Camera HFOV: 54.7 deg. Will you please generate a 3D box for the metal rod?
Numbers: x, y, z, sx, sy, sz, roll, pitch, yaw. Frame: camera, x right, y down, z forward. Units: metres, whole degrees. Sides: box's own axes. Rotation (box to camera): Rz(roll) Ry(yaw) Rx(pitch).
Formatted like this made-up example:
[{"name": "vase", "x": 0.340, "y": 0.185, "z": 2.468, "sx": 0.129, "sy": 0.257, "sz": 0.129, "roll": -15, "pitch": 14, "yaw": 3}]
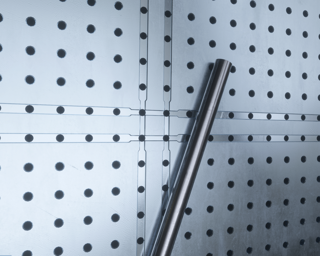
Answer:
[{"name": "metal rod", "x": 0.044, "y": 0.046, "z": 0.430, "sx": 0.025, "sy": 0.025, "sz": 0.299, "roll": 21, "pitch": 83, "yaw": -19}]
